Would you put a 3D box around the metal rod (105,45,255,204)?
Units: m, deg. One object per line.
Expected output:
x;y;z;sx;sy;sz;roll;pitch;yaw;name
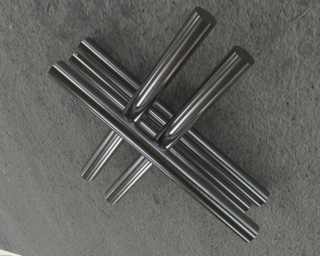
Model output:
0.003;0.019;0.385;0.025;0.025;0.298;41;129;0;metal rod

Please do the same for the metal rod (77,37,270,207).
0.017;-0.007;0.393;0.300;0.025;0.025;41;129;-1;metal rod

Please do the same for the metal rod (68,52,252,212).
0.002;0.005;0.409;0.300;0.025;0.025;41;129;-1;metal rod

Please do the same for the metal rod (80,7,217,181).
-0.034;-0.017;0.381;0.025;0.025;0.298;41;129;0;metal rod

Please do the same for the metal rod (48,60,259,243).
-0.007;0.027;0.363;0.300;0.025;0.025;40;129;0;metal rod
